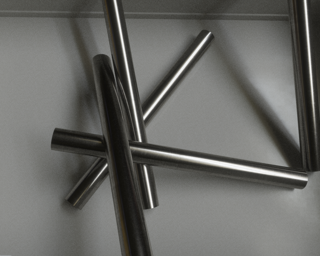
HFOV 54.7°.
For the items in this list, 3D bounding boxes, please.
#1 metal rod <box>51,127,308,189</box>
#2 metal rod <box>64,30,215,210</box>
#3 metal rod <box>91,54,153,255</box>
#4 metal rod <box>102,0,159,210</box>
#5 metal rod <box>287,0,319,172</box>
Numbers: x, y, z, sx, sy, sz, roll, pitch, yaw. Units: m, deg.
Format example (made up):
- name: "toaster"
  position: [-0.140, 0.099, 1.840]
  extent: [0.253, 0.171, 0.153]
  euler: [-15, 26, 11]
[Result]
- name: "metal rod"
  position: [0.030, 0.038, 0.363]
  extent: [0.302, 0.025, 0.025]
  euler: [10, 70, -9]
- name: "metal rod"
  position: [-0.017, -0.022, 0.417]
  extent: [0.025, 0.025, 0.300]
  euler: [34, 73, 11]
- name: "metal rod"
  position: [-0.042, 0.028, 0.313]
  extent: [0.025, 0.025, 0.299]
  euler: [-13, 53, -5]
- name: "metal rod"
  position: [-0.041, -0.050, 0.387]
  extent: [0.025, 0.025, 0.298]
  euler: [-10, 86, -4]
- name: "metal rod"
  position: [0.174, -0.095, 0.376]
  extent: [0.025, 0.025, 0.298]
  euler: [-8, 97, -3]
